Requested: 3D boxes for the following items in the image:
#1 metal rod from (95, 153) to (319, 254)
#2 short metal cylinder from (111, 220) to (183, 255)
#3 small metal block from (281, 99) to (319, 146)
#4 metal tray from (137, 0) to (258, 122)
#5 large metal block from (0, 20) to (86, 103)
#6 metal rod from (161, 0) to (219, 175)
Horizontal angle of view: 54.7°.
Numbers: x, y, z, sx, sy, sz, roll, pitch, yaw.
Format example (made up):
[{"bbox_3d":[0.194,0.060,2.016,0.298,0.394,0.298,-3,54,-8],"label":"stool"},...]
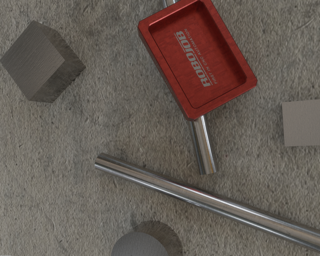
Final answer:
[{"bbox_3d":[0.052,0.088,0.390,0.301,0.025,0.025,17,96,18],"label":"metal rod"},{"bbox_3d":[-0.016,0.167,0.400,0.080,0.050,0.079,0,90,19],"label":"short metal cylinder"},{"bbox_3d":[0.166,-0.006,0.351,0.050,0.025,0.050,-4,89,19],"label":"small metal block"},{"bbox_3d":[0.043,-0.084,0.368,0.090,0.030,0.130,-29,86,-3],"label":"metal tray"},{"bbox_3d":[-0.171,-0.094,0.454,0.080,0.050,0.080,-43,77,14],"label":"large metal block"},{"bbox_3d":[0.030,-0.090,0.397,0.025,0.025,0.298,-14,86,19],"label":"metal rod"}]
